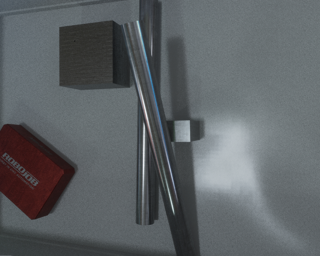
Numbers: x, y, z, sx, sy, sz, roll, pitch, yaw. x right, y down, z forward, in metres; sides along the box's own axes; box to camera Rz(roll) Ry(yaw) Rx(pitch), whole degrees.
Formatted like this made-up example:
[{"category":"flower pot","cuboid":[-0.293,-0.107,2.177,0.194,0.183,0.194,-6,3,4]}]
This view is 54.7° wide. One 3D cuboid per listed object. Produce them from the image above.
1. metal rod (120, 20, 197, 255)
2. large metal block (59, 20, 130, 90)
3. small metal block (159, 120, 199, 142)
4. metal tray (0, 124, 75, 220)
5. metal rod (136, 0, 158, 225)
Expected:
[{"category":"metal rod","cuboid":[0.003,0.031,0.359,0.025,0.025,0.298,-8,106,19]},{"category":"large metal block","cuboid":[-0.089,-0.096,0.427,0.080,0.050,0.079,0,90,19]},{"category":"small metal block","cuboid":[0.020,0.004,0.390,0.050,0.050,0.025,-1,90,19]},{"category":"metal tray","cuboid":[-0.206,0.064,0.474,0.130,0.030,0.090,34,96,16]},{"category":"metal rod","cuboid":[-0.018,-0.022,0.415,0.025,0.025,0.298,1,90,19]}]
